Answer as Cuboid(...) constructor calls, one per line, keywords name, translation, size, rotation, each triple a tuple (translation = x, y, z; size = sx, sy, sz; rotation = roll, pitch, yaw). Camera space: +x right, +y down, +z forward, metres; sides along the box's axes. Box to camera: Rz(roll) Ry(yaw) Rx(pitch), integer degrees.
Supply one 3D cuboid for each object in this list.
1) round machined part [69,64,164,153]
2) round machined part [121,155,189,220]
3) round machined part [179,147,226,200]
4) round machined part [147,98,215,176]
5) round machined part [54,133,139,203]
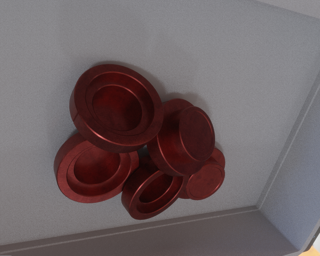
Cuboid(name="round machined part", translation=(-0.049, -0.017, 0.336), size=(0.099, 0.098, 0.042), rotation=(2, 153, -30))
Cuboid(name="round machined part", translation=(-0.011, 0.074, 0.422), size=(0.099, 0.042, 0.097), rotation=(-26, 139, -25))
Cuboid(name="round machined part", translation=(0.060, 0.071, 0.474), size=(0.099, 0.042, 0.097), rotation=(-14, 125, -21))
Cuboid(name="round machined part", translation=(0.032, 0.010, 0.385), size=(0.099, 0.042, 0.098), rotation=(14, 70, -43))
Cuboid(name="round machined part", translation=(-0.079, 0.040, 0.378), size=(0.099, 0.042, 0.097), rotation=(-14, 125, -21))
